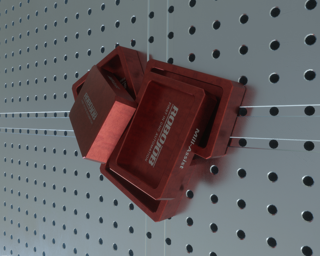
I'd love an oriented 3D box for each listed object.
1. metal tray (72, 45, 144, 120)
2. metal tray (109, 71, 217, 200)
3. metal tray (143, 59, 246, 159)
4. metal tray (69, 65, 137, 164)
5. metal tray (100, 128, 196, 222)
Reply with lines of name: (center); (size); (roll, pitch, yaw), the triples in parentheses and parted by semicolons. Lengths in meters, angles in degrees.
metal tray: (-0.078, -0.052, 0.472); (0.130, 0.030, 0.090); (-28, 72, 37)
metal tray: (0.000, 0.007, 0.366); (0.090, 0.030, 0.129); (26, 94, 37)
metal tray: (0.029, -0.027, 0.382); (0.130, 0.030, 0.089); (25, 105, 38)
metal tray: (-0.084, -0.023, 0.423); (0.090, 0.030, 0.130); (-60, 34, 14)
metal tray: (-0.023, 0.053, 0.426); (0.130, 0.030, 0.089); (33, 110, 35)
